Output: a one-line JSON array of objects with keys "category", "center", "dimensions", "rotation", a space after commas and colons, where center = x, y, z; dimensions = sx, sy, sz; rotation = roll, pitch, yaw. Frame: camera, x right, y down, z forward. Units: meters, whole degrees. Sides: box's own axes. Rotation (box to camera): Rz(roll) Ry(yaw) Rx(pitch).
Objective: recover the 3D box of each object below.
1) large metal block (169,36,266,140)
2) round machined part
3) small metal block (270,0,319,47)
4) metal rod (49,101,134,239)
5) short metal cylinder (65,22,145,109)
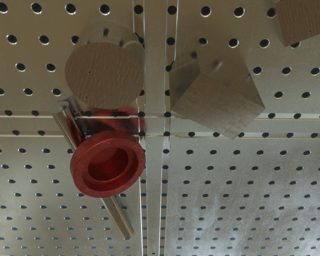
[{"category": "large metal block", "center": [0.058, -0.044, 0.339], "dimensions": [0.080, 0.080, 0.050], "rotation": [25, 126, -20]}, {"category": "round machined part", "center": [-0.073, 0.044, 0.420], "dimensions": [0.099, 0.042, 0.097], "rotation": [-16, 127, -21]}, {"category": "small metal block", "center": [0.143, -0.118, 0.313], "dimensions": [0.050, 0.025, 0.050], "rotation": [-20, 128, 15]}, {"category": "metal rod", "center": [-0.093, 0.084, 0.481], "dimensions": [0.025, 0.025, 0.298], "rotation": [-10, 130, 8]}, {"category": "short metal cylinder", "center": [-0.057, -0.067, 0.337], "dimensions": [0.081, 0.050, 0.079], "rotation": [0, 130, 0]}]
